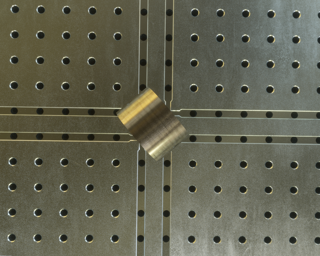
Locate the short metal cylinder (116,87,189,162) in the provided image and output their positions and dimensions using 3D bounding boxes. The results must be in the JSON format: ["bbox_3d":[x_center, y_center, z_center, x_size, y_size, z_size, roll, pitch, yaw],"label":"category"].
[{"bbox_3d":[-0.009,-0.005,0.385,0.050,0.080,0.080,-40,91,0],"label":"short metal cylinder"}]
